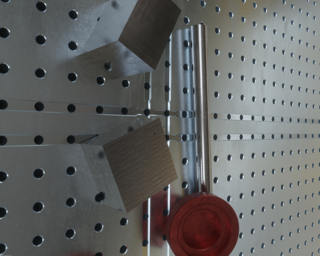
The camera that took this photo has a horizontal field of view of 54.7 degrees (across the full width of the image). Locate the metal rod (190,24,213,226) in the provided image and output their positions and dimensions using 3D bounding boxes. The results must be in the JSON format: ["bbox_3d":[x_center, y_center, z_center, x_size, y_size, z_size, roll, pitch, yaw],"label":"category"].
[{"bbox_3d":[0.063,0.000,0.461,0.025,0.025,0.298,-4,93,-40],"label":"metal rod"}]

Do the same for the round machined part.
[{"bbox_3d":[0.055,0.137,0.428,0.099,0.042,0.097,0,92,-13],"label":"round machined part"}]

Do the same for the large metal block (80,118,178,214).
[{"bbox_3d":[-0.034,0.040,0.364,0.081,0.050,0.080,-28,108,-37],"label":"large metal block"}]

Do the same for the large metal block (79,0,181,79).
[{"bbox_3d":[-0.034,-0.106,0.345,0.050,0.080,0.080,35,69,-35],"label":"large metal block"}]
